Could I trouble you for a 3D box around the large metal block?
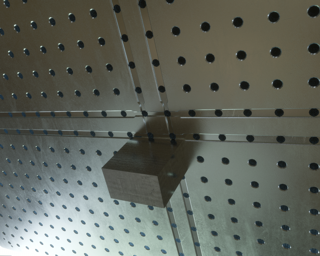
[{"bbox_3d":[-0.018,0.056,0.420,0.080,0.080,0.050,4,120,26],"label":"large metal block"}]
